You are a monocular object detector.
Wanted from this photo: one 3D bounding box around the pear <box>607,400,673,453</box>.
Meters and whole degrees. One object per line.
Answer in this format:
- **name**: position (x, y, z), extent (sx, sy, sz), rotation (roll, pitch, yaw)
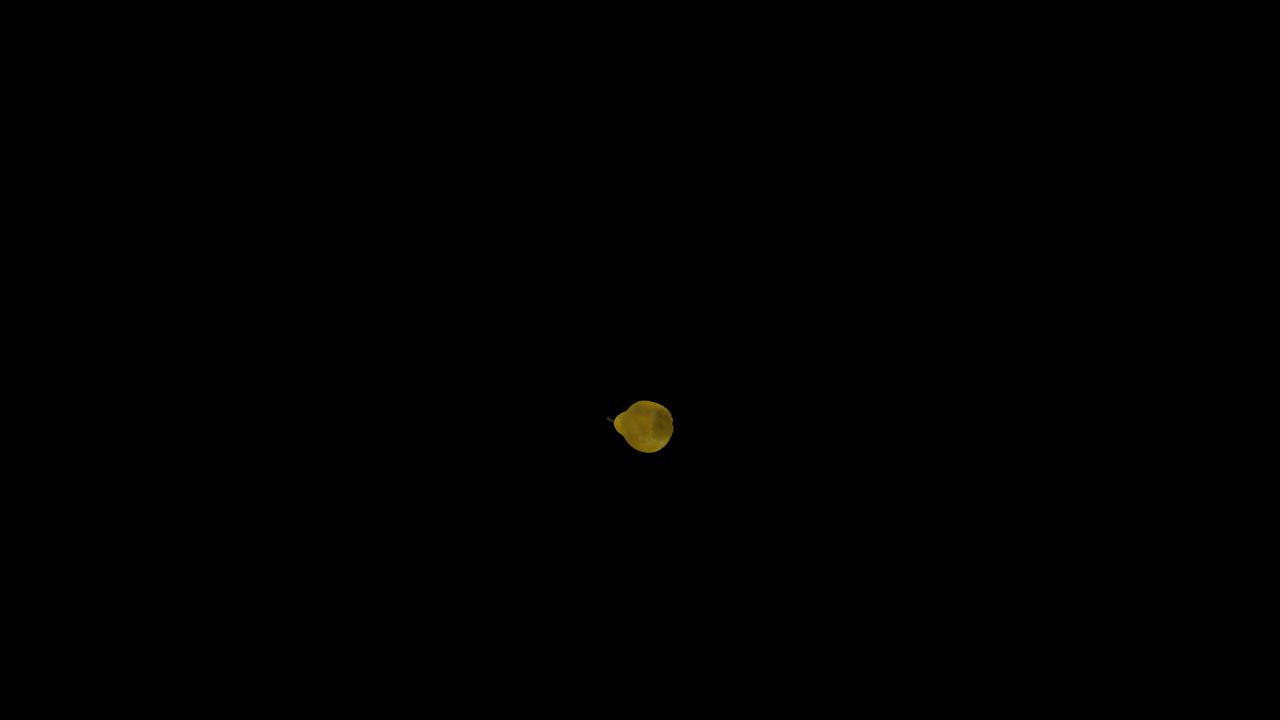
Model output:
- **pear**: position (-0.005, 0.099, 0.909), extent (0.080, 0.080, 0.111), rotation (0, -6, -38)
